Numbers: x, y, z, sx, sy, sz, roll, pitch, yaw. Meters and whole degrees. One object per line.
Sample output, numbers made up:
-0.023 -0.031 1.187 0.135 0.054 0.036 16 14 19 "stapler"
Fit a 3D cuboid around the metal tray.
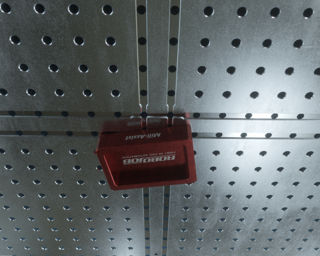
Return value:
-0.016 0.045 0.446 0.131 0.030 0.090 -7 130 5 "metal tray"
